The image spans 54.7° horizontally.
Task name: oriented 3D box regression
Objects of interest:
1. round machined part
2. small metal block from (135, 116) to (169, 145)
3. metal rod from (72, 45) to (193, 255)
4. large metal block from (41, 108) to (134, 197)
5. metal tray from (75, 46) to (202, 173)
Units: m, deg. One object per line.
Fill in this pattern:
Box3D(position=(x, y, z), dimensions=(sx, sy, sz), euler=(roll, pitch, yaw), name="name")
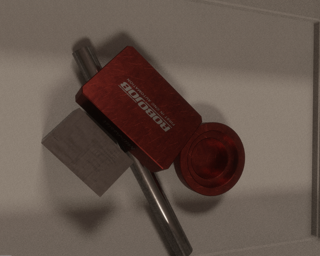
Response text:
Box3D(position=(0.064, 0.041, 0.427), dimensions=(0.099, 0.042, 0.097), euler=(0, 90, -21), name="round machined part")
Box3D(position=(-0.005, 0.007, 0.395), dimensions=(0.050, 0.025, 0.050), euler=(17, 76, -50), name="small metal block")
Box3D(position=(-0.031, 0.038, 0.400), dimensions=(0.025, 0.025, 0.299), euler=(-29, 100, -18), name="metal rod")
Box3D(position=(-0.085, 0.025, 0.351), dimensions=(0.050, 0.080, 0.080), euler=(-47, 105, -14), name="large metal block")
Box3D(position=(-0.021, -0.022, 0.368), dimensions=(0.130, 0.030, 0.090), euler=(44, 59, -10), name="metal tray")
